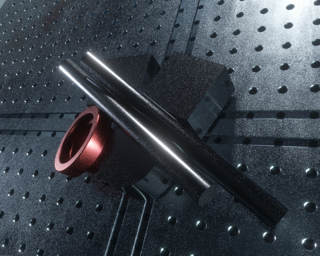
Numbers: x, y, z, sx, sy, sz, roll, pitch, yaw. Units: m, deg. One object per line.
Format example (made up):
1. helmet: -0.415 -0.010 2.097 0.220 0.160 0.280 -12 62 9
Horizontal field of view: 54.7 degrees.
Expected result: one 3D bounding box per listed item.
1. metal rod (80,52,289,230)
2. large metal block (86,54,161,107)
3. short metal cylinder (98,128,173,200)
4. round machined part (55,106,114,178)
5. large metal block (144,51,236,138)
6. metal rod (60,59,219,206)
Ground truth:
1. metal rod: 0.009 -0.002 0.352 0.300 0.025 0.025 40 85 24
2. large metal block: -0.046 -0.054 0.441 0.080 0.050 0.080 1 62 28
3. short metal cylinder: -0.027 0.041 0.375 0.080 0.050 0.080 -13 56 21
4. round machined part: -0.094 0.022 0.414 0.098 0.042 0.098 -35 36 31
5. large metal block: 0.035 -0.043 0.394 0.080 0.050 0.080 27 77 37
6. metal rod: -0.047 -0.016 0.372 0.025 0.025 0.300 -47 52 -4
